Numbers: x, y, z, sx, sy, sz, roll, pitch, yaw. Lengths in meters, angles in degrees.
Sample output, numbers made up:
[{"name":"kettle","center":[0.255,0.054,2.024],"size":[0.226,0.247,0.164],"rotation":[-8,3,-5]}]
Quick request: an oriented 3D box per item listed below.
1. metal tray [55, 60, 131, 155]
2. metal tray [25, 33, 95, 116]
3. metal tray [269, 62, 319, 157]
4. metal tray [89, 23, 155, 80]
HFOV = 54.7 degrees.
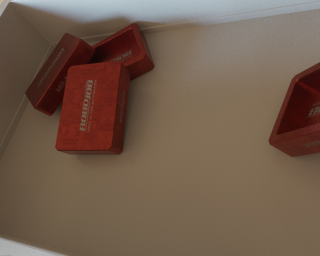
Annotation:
[{"name":"metal tray","center":[-0.095,-0.028,0.444],"size":[0.090,0.030,0.129],"rotation":[-2,74,20]},{"name":"metal tray","center":[-0.169,-0.093,0.518],"size":[0.130,0.030,0.090],"rotation":[-56,38,1]},{"name":"metal tray","center":[0.160,-0.026,0.279],"size":[0.030,0.130,0.090],"rotation":[29,73,-7]},{"name":"metal tray","center":[-0.081,-0.107,0.508],"size":[0.130,0.030,0.090],"rotation":[-25,53,12]}]
